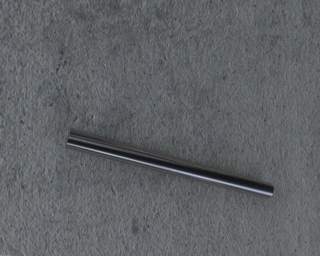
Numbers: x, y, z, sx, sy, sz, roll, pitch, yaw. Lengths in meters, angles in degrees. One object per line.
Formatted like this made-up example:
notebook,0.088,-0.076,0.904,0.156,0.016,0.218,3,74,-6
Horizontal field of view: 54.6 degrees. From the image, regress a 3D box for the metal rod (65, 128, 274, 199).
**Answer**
metal rod,0.027,0.053,0.418,0.302,0.025,0.025,17,84,-19
